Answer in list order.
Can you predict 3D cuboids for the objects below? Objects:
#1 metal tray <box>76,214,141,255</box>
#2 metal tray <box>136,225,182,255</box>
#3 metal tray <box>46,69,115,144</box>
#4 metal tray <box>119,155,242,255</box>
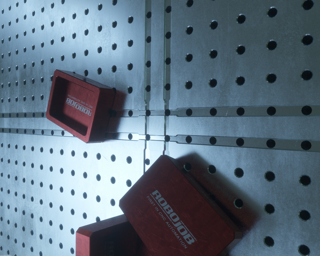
[{"bbox_3d":[-0.068,0.192,0.420,0.030,0.091,0.129,1,91,40],"label":"metal tray"},{"bbox_3d":[0.024,0.195,0.385,0.130,0.030,0.089,33,110,34],"label":"metal tray"},{"bbox_3d":[-0.136,-0.038,0.515,0.130,0.030,0.089,25,106,37],"label":"metal tray"},{"bbox_3d":[0.019,0.106,0.366,0.090,0.030,0.130,-48,56,7],"label":"metal tray"}]
